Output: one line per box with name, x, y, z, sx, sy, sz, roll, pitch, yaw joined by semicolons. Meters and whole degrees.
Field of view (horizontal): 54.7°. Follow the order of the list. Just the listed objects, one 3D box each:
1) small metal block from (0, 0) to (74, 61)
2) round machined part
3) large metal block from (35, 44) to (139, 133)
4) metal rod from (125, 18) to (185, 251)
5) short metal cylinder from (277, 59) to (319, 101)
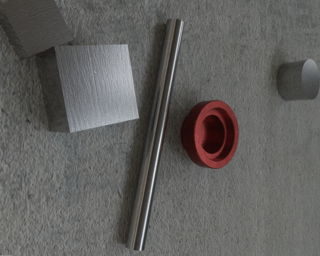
small metal block;-0.122;-0.100;0.303;0.050;0.025;0.050;-36;112;-34
round machined part;0.069;0.009;0.454;0.099;0.042;0.097;0;90;-40
large metal block;-0.075;-0.042;0.327;0.081;0.050;0.079;-14;99;-39
metal rod;-0.005;0.002;0.402;0.025;0.025;0.299;17;79;-39
short metal cylinder;0.281;-0.096;0.628;0.081;0.050;0.079;0;90;-40
